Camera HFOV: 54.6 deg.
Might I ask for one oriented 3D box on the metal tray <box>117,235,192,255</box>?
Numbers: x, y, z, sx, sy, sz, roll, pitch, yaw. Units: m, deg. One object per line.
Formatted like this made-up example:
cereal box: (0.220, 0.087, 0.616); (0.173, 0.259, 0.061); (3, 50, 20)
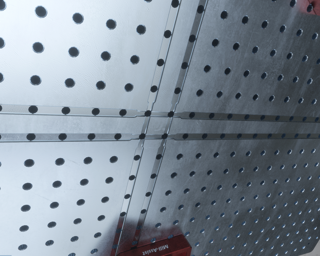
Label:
metal tray: (-0.012, 0.248, 0.553); (0.131, 0.030, 0.089); (-7, 122, -25)

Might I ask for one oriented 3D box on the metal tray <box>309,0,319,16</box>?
metal tray: (0.247, -0.223, 0.403); (0.090, 0.030, 0.130); (33, 100, -38)
